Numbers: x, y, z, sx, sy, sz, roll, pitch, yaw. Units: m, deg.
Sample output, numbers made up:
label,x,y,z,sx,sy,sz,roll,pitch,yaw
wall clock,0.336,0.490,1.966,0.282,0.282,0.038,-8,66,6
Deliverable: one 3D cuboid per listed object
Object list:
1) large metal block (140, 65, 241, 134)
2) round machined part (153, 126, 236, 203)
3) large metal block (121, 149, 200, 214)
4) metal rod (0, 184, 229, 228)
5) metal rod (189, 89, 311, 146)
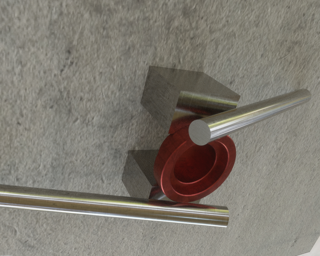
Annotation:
label,x,y,z,sx,sy,sz,roll,pitch,yaw
large metal block,0.033,-0.034,0.371,0.081,0.080,0.050,1,118,-29
round machined part,0.037,0.037,0.365,0.099,0.042,0.097,-14,125,-21
large metal block,0.003,0.071,0.420,0.081,0.080,0.050,1,118,-29
metal rod,-0.070,0.088,0.354,0.302,0.025,0.025,7,117,-7
metal rod,0.137,-0.024,0.401,0.302,0.025,0.025,-16,128,-47
